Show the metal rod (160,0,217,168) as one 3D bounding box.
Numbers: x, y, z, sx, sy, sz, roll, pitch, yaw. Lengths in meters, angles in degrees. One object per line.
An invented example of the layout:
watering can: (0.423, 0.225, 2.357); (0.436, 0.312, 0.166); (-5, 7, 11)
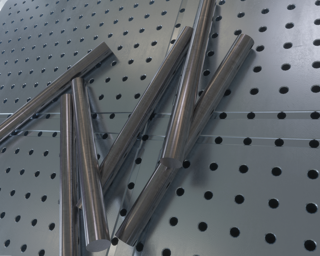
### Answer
metal rod: (0.045, -0.085, 0.416); (0.025, 0.025, 0.300); (-3, 54, 27)

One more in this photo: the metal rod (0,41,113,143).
metal rod: (-0.209, -0.050, 0.550); (0.300, 0.025, 0.025); (-38, 51, 2)

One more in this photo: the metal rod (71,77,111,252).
metal rod: (-0.101, 0.022, 0.423); (0.025, 0.025, 0.300); (-30, 44, 9)

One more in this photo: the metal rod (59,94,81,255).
metal rod: (-0.127, 0.069, 0.433); (0.025, 0.025, 0.300); (-23, 53, 14)

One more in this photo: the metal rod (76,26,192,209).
metal rod: (-0.025, -0.021, 0.435); (0.025, 0.025, 0.300); (18, 71, 35)

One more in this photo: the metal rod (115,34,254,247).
metal rod: (0.038, 0.004, 0.386); (0.025, 0.025, 0.300); (23, 74, 36)
